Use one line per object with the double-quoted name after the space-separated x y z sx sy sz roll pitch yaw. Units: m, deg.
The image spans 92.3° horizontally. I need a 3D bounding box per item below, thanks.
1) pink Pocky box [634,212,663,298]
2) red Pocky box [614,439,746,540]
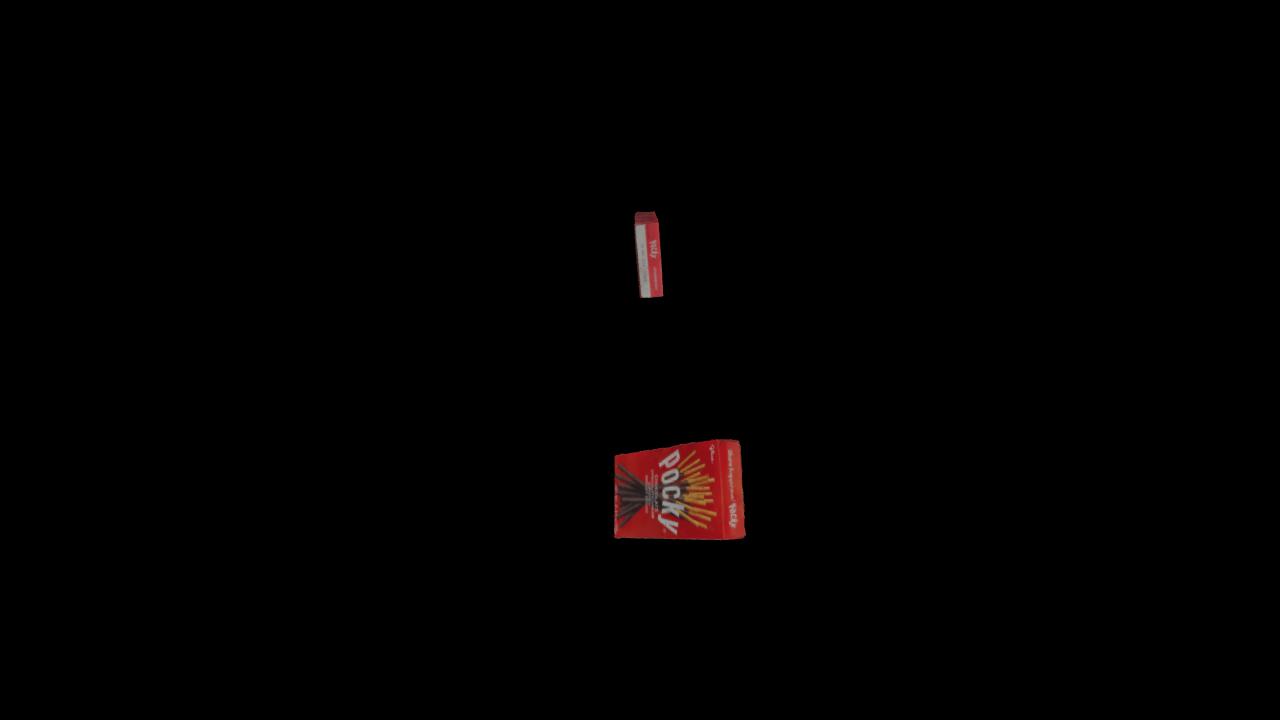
0.010 -0.131 0.743 0.029 0.084 0.155 -4 17 1 "pink Pocky box"
0.029 0.120 0.560 0.028 0.083 0.155 11 -19 -36 "red Pocky box"
